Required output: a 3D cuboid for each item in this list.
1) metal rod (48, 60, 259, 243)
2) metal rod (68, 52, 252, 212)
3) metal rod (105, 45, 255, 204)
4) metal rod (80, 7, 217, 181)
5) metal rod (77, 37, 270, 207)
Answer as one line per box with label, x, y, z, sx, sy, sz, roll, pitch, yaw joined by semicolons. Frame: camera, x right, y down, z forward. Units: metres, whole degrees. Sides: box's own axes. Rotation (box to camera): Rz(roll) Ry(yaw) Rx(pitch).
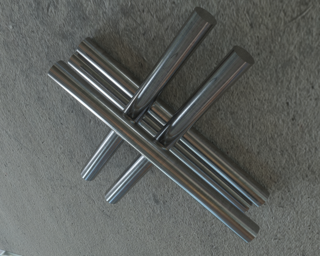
metal rod;-0.007;0.027;0.363;0.300;0.025;0.025;40;129;0
metal rod;0.002;0.005;0.409;0.300;0.025;0.025;41;129;-1
metal rod;0.003;0.019;0.385;0.025;0.025;0.298;41;129;0
metal rod;-0.034;-0.017;0.381;0.025;0.025;0.298;41;129;0
metal rod;0.017;-0.007;0.393;0.300;0.025;0.025;41;129;-1
